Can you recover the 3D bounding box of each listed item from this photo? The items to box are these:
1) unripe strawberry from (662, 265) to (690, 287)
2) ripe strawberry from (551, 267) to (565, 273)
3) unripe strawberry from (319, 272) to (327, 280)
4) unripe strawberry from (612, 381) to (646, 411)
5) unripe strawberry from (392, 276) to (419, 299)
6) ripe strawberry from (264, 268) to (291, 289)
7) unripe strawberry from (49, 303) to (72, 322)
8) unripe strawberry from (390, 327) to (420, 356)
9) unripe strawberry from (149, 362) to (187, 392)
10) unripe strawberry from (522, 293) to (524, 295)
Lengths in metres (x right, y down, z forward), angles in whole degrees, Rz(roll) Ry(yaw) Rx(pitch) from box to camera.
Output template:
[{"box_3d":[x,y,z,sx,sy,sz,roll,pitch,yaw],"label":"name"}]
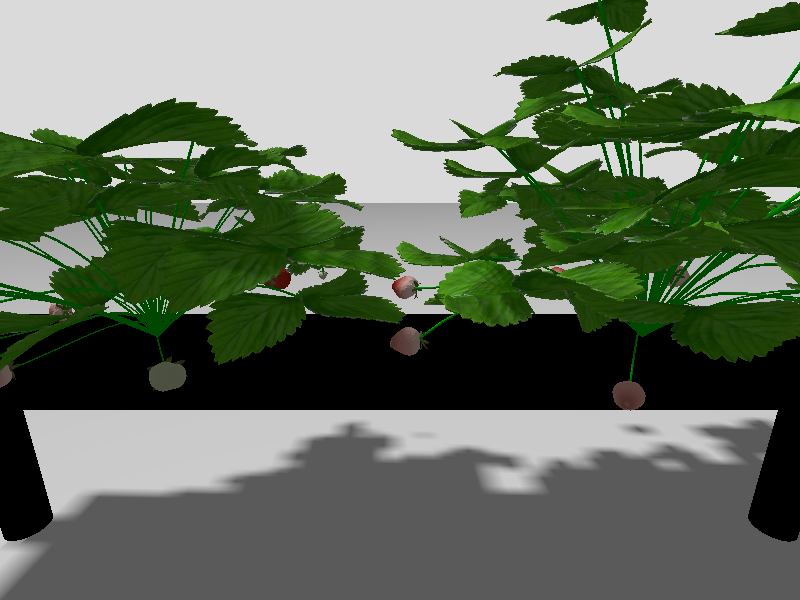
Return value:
[{"box_3d":[0.379,-0.032,0.553,0.034,0.031,0.031,12,-3,37],"label":"unripe strawberry"},{"box_3d":[0.223,-0.035,0.573,0.025,0.026,0.027,0,15,-1],"label":"ripe strawberry"},{"box_3d":[-0.107,-0.034,0.556,0.011,0.011,0.010,9,18,30],"label":"unripe strawberry"},{"box_3d":[0.140,0.060,0.246,0.018,0.019,0.019,10,19,32],"label":"unripe strawberry"},{"box_3d":[0.006,-0.016,0.497,0.032,0.027,0.032,9,18,30],"label":"unripe strawberry"},{"box_3d":[-0.164,-0.031,0.539,0.039,0.033,0.039,5,16,18],"label":"ripe strawberry"},{"box_3d":[-0.350,0.012,0.411,0.021,0.022,0.019,-12,10,22],"label":"unripe strawberry"},{"box_3d":[0.004,0.034,0.329,0.025,0.024,0.023,-5,16,-10],"label":"unripe strawberry"},{"box_3d":[-0.156,0.052,0.269,0.022,0.019,0.022,-10,19,-32],"label":"unripe strawberry"},{"box_3d":[0.153,-0.012,0.510,0.015,0.014,0.014,-8,-29,-26],"label":"unripe strawberry"}]
